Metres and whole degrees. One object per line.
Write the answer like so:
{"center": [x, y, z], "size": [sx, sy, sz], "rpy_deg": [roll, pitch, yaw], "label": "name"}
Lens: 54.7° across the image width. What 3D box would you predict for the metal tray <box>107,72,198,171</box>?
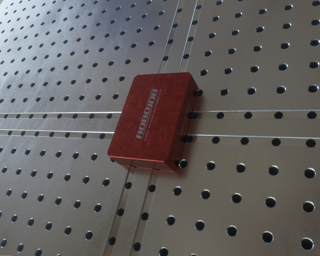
{"center": [-0.008, -0.012, 0.414], "size": [0.090, 0.030, 0.130], "rpy_deg": [2, 63, 29], "label": "metal tray"}
